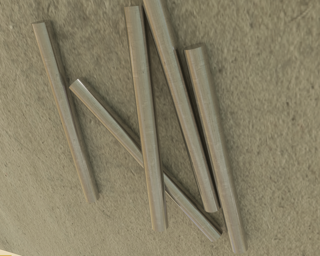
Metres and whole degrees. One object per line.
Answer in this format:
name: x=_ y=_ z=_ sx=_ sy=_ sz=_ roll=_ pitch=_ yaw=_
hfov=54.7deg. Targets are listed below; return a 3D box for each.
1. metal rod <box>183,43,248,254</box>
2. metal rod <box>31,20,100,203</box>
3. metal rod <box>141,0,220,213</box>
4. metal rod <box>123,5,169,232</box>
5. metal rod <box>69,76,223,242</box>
metal rod: x=0.076 y=0.043 z=0.392 sx=0.025 sy=0.025 sz=0.298 roll=-3 pitch=117 yaw=29
metal rod: x=-0.136 y=-0.008 z=0.471 sx=0.025 sy=0.025 sz=0.298 roll=6 pitch=121 yaw=24
metal rod: x=0.031 y=-0.020 z=0.376 sx=0.025 sy=0.025 sz=0.298 roll=-4 pitch=117 yaw=30
metal rod: x=-0.014 y=0.004 z=0.394 sx=0.025 sy=0.025 sz=0.298 roll=5 pitch=114 yaw=25
metal rod: x=-0.016 y=0.048 z=0.443 sx=0.300 sy=0.025 sz=0.025 roll=48 pitch=129 yaw=-6
